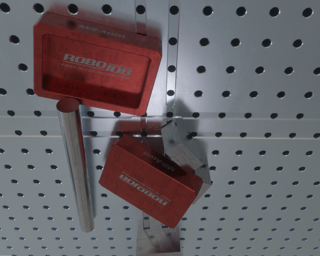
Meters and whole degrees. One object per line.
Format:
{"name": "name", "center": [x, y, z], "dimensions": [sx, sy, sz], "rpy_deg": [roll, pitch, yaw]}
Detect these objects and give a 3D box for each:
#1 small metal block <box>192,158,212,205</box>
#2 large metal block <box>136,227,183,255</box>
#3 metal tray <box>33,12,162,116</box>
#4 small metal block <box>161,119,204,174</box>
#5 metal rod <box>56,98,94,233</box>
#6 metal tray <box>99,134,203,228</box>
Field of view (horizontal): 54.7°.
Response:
{"name": "small metal block", "center": [0.050, 0.077, 0.461], "dimensions": [0.025, 0.050, 0.050], "rpy_deg": [20, 127, -16]}
{"name": "large metal block", "center": [0.002, 0.238, 0.598], "dimensions": [0.080, 0.050, 0.080], "rpy_deg": [-6, 130, 5]}
{"name": "metal tray", "center": [-0.071, -0.067, 0.349], "dimensions": [0.131, 0.030, 0.089], "rpy_deg": [11, 129, -10]}
{"name": "small metal block", "center": [0.029, 0.025, 0.415], "dimensions": [0.025, 0.050, 0.050], "rpy_deg": [-35, 123, 17]}
{"name": "metal rod", "center": [-0.117, 0.076, 0.454], "dimensions": [0.025, 0.025, 0.298], "rpy_deg": [4, 136, -4]}
{"name": "metal tray", "center": [-0.016, 0.077, 0.440], "dimensions": [0.130, 0.030, 0.089], "rpy_deg": [30, 128, 7]}
